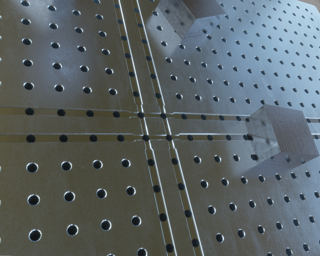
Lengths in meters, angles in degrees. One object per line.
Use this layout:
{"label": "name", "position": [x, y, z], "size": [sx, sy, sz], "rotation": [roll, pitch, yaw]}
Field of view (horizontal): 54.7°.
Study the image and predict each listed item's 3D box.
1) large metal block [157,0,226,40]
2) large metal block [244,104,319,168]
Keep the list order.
{"label": "large metal block", "position": [0.056, -0.211, 0.553], "size": [0.081, 0.050, 0.080], "rotation": [-24, 75, -37]}
{"label": "large metal block", "position": [0.190, 0.014, 0.489], "size": [0.081, 0.050, 0.080], "rotation": [7, 59, -25]}
